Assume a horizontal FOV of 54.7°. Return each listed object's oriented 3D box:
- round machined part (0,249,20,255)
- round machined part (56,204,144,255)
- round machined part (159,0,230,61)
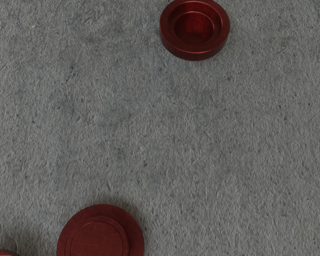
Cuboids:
[{"bbox_3d":[-0.181,0.181,0.331,0.099,0.042,0.098,0,70,0],"label":"round machined part"},{"bbox_3d":[-0.067,0.135,0.349,0.099,0.042,0.098,0,70,0],"label":"round machined part"},{"bbox_3d":[0.048,-0.139,0.450,0.099,0.042,0.098,0,70,0],"label":"round machined part"}]
